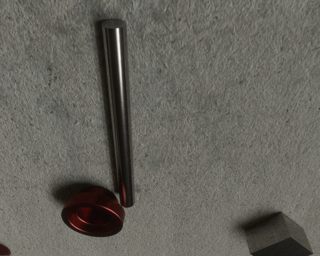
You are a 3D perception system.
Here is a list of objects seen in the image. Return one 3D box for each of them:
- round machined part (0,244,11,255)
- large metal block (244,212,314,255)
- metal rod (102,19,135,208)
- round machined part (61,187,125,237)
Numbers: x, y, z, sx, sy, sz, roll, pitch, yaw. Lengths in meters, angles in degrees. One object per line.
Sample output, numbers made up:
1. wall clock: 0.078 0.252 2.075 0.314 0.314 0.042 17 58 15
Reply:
1. round machined part: -0.341 0.264 0.617 0.099 0.042 0.097 0 130 0
2. large metal block: 0.217 0.208 0.570 0.080 0.050 0.080 -37 121 27
3. metal rod: -0.050 0.007 0.412 0.025 0.025 0.298 1 130 -1
4. round machined part: -0.105 0.134 0.505 0.099 0.042 0.097 3 132 4
